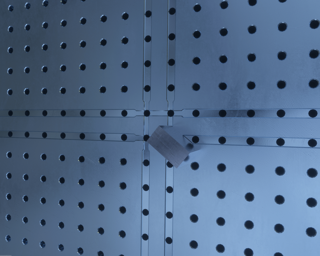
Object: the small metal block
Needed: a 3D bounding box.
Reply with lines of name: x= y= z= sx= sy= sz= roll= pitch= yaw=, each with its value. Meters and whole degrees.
small metal block: x=0.018 y=0.022 z=0.393 sx=0.050 sy=0.050 sz=0.025 roll=41 pitch=103 yaw=15
